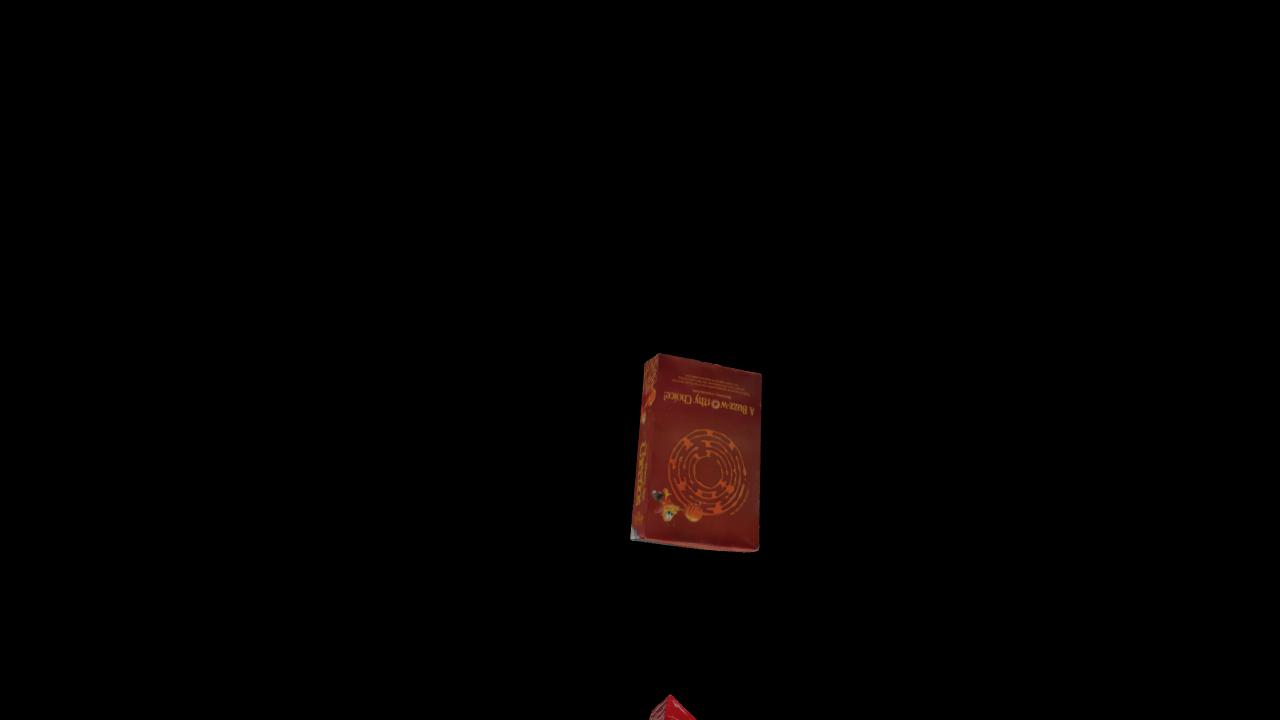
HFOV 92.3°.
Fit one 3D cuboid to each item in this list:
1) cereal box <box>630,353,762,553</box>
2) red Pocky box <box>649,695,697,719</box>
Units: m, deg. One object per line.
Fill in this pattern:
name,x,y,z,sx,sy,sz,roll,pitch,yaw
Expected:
cereal box,0.098,0.157,1.030,0.203,0.306,0.081,10,-18,-18
red Pocky box,0.033,0.320,0.442,0.083,0.028,0.155,40,10,5
